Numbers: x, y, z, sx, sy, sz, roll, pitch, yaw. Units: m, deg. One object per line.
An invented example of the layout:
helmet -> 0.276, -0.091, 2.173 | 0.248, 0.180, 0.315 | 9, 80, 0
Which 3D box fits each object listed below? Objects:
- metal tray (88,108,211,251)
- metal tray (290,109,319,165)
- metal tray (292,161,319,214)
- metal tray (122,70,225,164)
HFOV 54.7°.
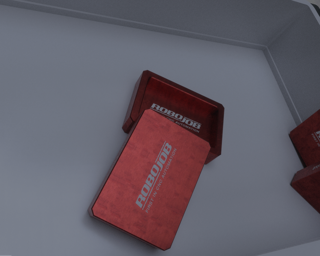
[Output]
metal tray -> -0.008, 0.054, 0.344 | 0.090, 0.030, 0.130 | 30, 67, -9
metal tray -> 0.268, 0.038, 0.476 | 0.030, 0.089, 0.130 | 0, 56, -28
metal tray -> 0.266, 0.080, 0.432 | 0.090, 0.129, 0.030 | 45, 51, 2
metal tray -> 0.023, -0.015, 0.423 | 0.131, 0.030, 0.090 | 23, 53, -15
